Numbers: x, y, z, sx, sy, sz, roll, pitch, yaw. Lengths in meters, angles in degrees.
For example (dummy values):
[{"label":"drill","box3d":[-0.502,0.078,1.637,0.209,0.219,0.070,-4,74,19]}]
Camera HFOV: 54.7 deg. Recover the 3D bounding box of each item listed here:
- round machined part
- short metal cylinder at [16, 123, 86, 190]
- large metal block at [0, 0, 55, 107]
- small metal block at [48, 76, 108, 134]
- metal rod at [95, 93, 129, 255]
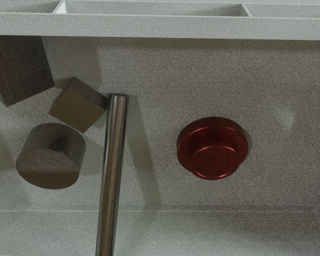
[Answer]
[{"label":"round machined part","box3d":[0.073,0.035,0.429,0.099,0.042,0.097,-1,130,0]},{"label":"short metal cylinder","box3d":[-0.147,0.039,0.424,0.081,0.050,0.079,0,130,0]},{"label":"large metal block","box3d":[-0.153,-0.079,0.296,0.050,0.080,0.079,-33,140,-32]},{"label":"small metal block","box3d":[-0.100,-0.027,0.384,0.050,0.025,0.050,34,122,-26]},{"label":"metal rod","box3d":[-0.068,0.104,0.411,0.025,0.025,0.298,6,103,-6]}]
